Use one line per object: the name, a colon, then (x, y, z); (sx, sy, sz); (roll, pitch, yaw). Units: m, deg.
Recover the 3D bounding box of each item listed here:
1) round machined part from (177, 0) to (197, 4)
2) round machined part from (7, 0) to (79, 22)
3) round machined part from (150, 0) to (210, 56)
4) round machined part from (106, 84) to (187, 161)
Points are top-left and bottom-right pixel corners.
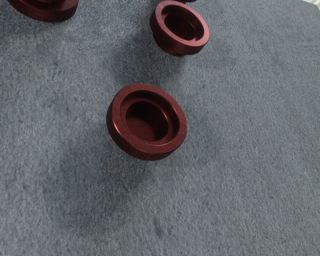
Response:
round machined part: (0.030, -0.268, 0.575); (0.099, 0.042, 0.098); (14, 56, -21)
round machined part: (-0.160, -0.198, 0.428); (0.099, 0.042, 0.098); (14, 56, -21)
round machined part: (0.028, -0.157, 0.506); (0.099, 0.042, 0.098); (14, 56, -21)
round machined part: (-0.020, -0.004, 0.386); (0.099, 0.042, 0.098); (14, 56, -21)
